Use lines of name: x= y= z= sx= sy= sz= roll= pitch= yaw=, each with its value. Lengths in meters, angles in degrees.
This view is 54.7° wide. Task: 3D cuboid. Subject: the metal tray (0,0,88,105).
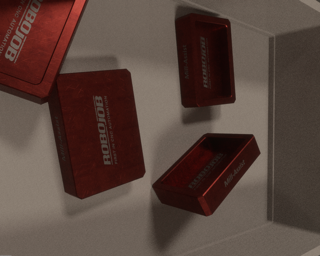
metal tray: x=-0.124 y=-0.097 z=0.280 sx=0.091 sy=0.030 sz=0.130 roll=21 pitch=76 yaw=-17

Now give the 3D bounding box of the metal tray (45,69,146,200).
metal tray: x=-0.069 y=0.003 z=0.347 sx=0.091 sy=0.030 sz=0.129 roll=-14 pitch=99 yaw=-39

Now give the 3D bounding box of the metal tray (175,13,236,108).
metal tray: x=0.071 y=-0.098 z=0.464 sx=0.091 sy=0.030 sz=0.129 roll=-9 pitch=96 yaw=-40

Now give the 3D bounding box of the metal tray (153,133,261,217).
metal tray: x=0.064 y=0.055 z=0.420 sx=0.131 sy=0.090 sz=0.030 roll=-40 pitch=115 yaw=-33
